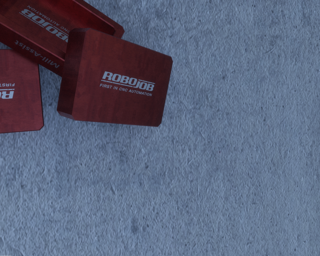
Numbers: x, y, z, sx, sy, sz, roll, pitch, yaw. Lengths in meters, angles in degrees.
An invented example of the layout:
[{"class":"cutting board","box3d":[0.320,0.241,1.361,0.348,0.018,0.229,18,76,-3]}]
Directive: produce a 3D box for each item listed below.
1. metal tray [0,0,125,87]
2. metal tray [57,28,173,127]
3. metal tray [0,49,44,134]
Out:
[{"class":"metal tray","box3d":[-0.114,-0.111,0.345,0.131,0.030,0.090,30,55,-18]},{"class":"metal tray","box3d":[-0.044,-0.051,0.352,0.131,0.030,0.089,5,98,-49]},{"class":"metal tray","box3d":[-0.198,-0.037,0.333,0.131,0.030,0.089,-5,92,-20]}]
